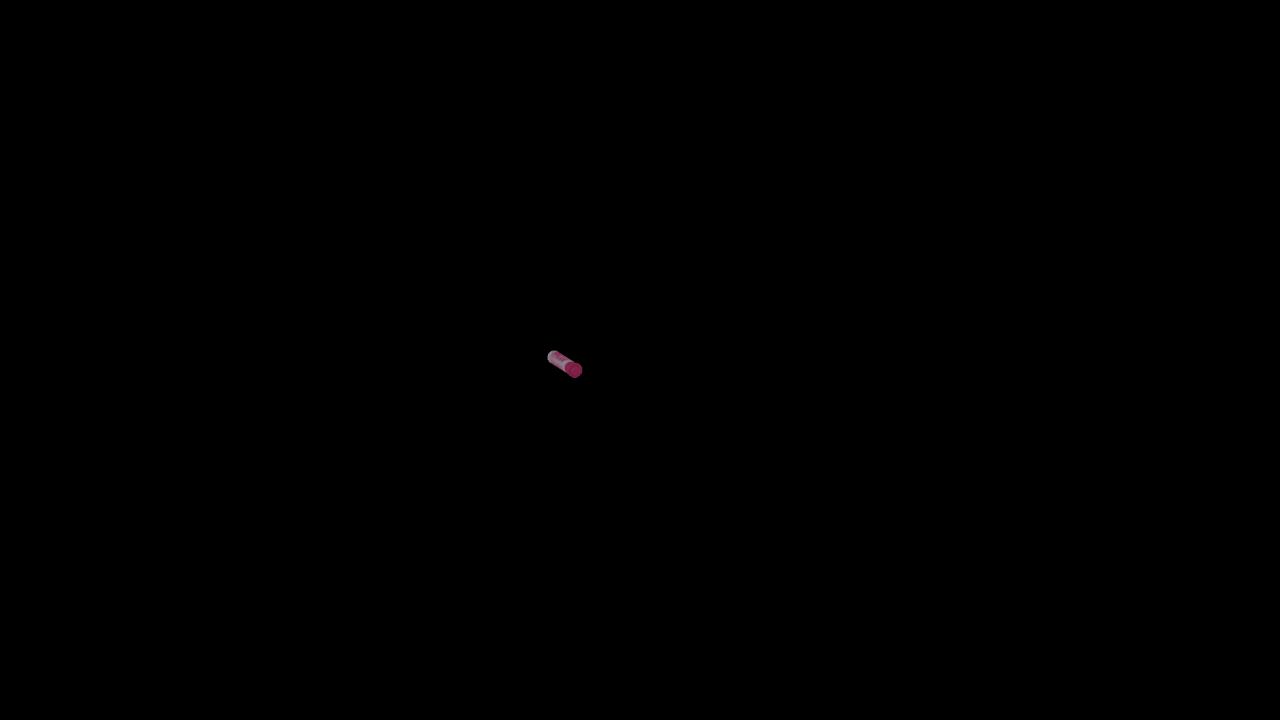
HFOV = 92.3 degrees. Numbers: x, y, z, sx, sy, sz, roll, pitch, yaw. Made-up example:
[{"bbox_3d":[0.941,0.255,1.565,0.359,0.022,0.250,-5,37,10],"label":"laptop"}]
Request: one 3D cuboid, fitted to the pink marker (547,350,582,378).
[{"bbox_3d":[-0.099,0.005,0.801,0.020,0.020,0.121,0,9,-21],"label":"pink marker"}]
